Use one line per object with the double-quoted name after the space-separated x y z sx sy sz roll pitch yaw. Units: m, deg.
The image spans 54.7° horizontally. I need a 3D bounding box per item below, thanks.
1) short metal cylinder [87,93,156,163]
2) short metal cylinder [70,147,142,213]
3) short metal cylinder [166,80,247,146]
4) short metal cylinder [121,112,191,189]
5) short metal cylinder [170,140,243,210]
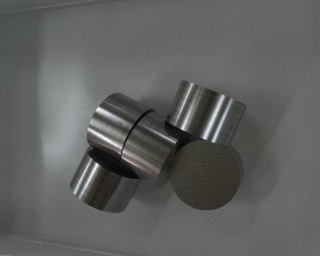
-0.047 0.001 0.395 0.050 0.080 0.080 27 99 17 "short metal cylinder"
-0.068 0.065 0.402 0.080 0.080 0.050 31 100 17 "short metal cylinder"
0.053 -0.018 0.360 0.080 0.080 0.050 24 98 18 "short metal cylinder"
-0.003 0.027 0.381 0.050 0.080 0.080 28 99 17 "short metal cylinder"
0.058 0.053 0.374 0.080 0.050 0.079 0 90 19 "short metal cylinder"
